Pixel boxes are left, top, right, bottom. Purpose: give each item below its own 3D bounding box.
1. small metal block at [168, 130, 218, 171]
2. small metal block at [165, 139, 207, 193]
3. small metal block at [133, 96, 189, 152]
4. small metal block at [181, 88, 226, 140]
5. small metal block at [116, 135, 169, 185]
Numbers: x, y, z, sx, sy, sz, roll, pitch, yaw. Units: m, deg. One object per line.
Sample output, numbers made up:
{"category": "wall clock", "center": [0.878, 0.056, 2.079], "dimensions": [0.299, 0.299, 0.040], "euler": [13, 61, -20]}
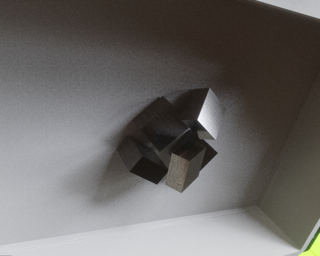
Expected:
{"category": "small metal block", "center": [0.049, 0.037, 0.458], "dimensions": [0.050, 0.025, 0.050], "euler": [-46, 130, 4]}
{"category": "small metal block", "center": [0.035, 0.050, 0.411], "dimensions": [0.050, 0.025, 0.050], "euler": [-30, 137, -52]}
{"category": "small metal block", "center": [0.002, -0.005, 0.405], "dimensions": [0.050, 0.025, 0.050], "euler": [-40, 130, -2]}
{"category": "small metal block", "center": [0.060, -0.018, 0.416], "dimensions": [0.050, 0.025, 0.050], "euler": [43, 60, -40]}
{"category": "small metal block", "center": [-0.023, 0.042, 0.404], "dimensions": [0.050, 0.050, 0.025], "euler": [33, 100, -39]}
